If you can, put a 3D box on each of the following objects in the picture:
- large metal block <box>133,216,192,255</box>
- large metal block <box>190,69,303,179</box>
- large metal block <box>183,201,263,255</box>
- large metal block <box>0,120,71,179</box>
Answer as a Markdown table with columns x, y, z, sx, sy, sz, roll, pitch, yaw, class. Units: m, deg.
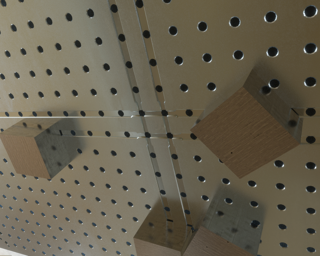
| x | y | z | sx | sy | sz | roll | pitch | yaw | class |
| --- | --- | --- | --- | --- | --- | --- | --- | --- | --- |
| 0.009 | 0.201 | 0.514 | 0.080 | 0.050 | 0.079 | 7 | 122 | 24 | large metal block |
| 0.095 | -0.003 | 0.343 | 0.080 | 0.050 | 0.080 | 44 | 129 | -3 | large metal block |
| 0.090 | 0.166 | 0.450 | 0.080 | 0.050 | 0.079 | 27 | 128 | 10 | large metal block |
| -0.211 | 0.035 | 0.525 | 0.080 | 0.050 | 0.079 | 4 | 120 | 26 | large metal block |
